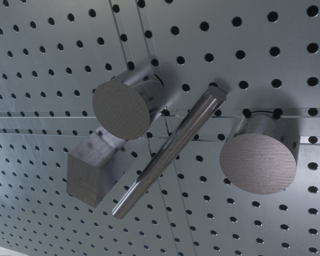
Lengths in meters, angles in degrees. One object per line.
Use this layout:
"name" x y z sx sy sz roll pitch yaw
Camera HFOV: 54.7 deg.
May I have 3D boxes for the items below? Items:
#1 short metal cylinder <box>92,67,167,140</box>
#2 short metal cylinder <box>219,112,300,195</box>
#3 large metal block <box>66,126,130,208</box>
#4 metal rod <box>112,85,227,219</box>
"short metal cylinder" -0.038 -0.032 0.396 0.080 0.050 0.079 13 124 21
"short metal cylinder" 0.114 0.028 0.353 0.080 0.050 0.079 13 124 21
"large metal block" -0.091 0.055 0.458 0.050 0.080 0.079 24 127 13
"metal rod" -0.003 0.054 0.446 0.025 0.025 0.298 38 129 2
